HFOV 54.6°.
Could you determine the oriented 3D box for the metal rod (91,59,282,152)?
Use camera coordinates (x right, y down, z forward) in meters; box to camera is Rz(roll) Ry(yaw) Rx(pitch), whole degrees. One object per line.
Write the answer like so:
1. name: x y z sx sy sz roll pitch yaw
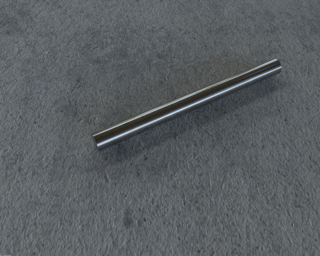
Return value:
1. metal rod: 0.050 -0.039 0.436 0.302 0.025 0.025 -24 54 -19
